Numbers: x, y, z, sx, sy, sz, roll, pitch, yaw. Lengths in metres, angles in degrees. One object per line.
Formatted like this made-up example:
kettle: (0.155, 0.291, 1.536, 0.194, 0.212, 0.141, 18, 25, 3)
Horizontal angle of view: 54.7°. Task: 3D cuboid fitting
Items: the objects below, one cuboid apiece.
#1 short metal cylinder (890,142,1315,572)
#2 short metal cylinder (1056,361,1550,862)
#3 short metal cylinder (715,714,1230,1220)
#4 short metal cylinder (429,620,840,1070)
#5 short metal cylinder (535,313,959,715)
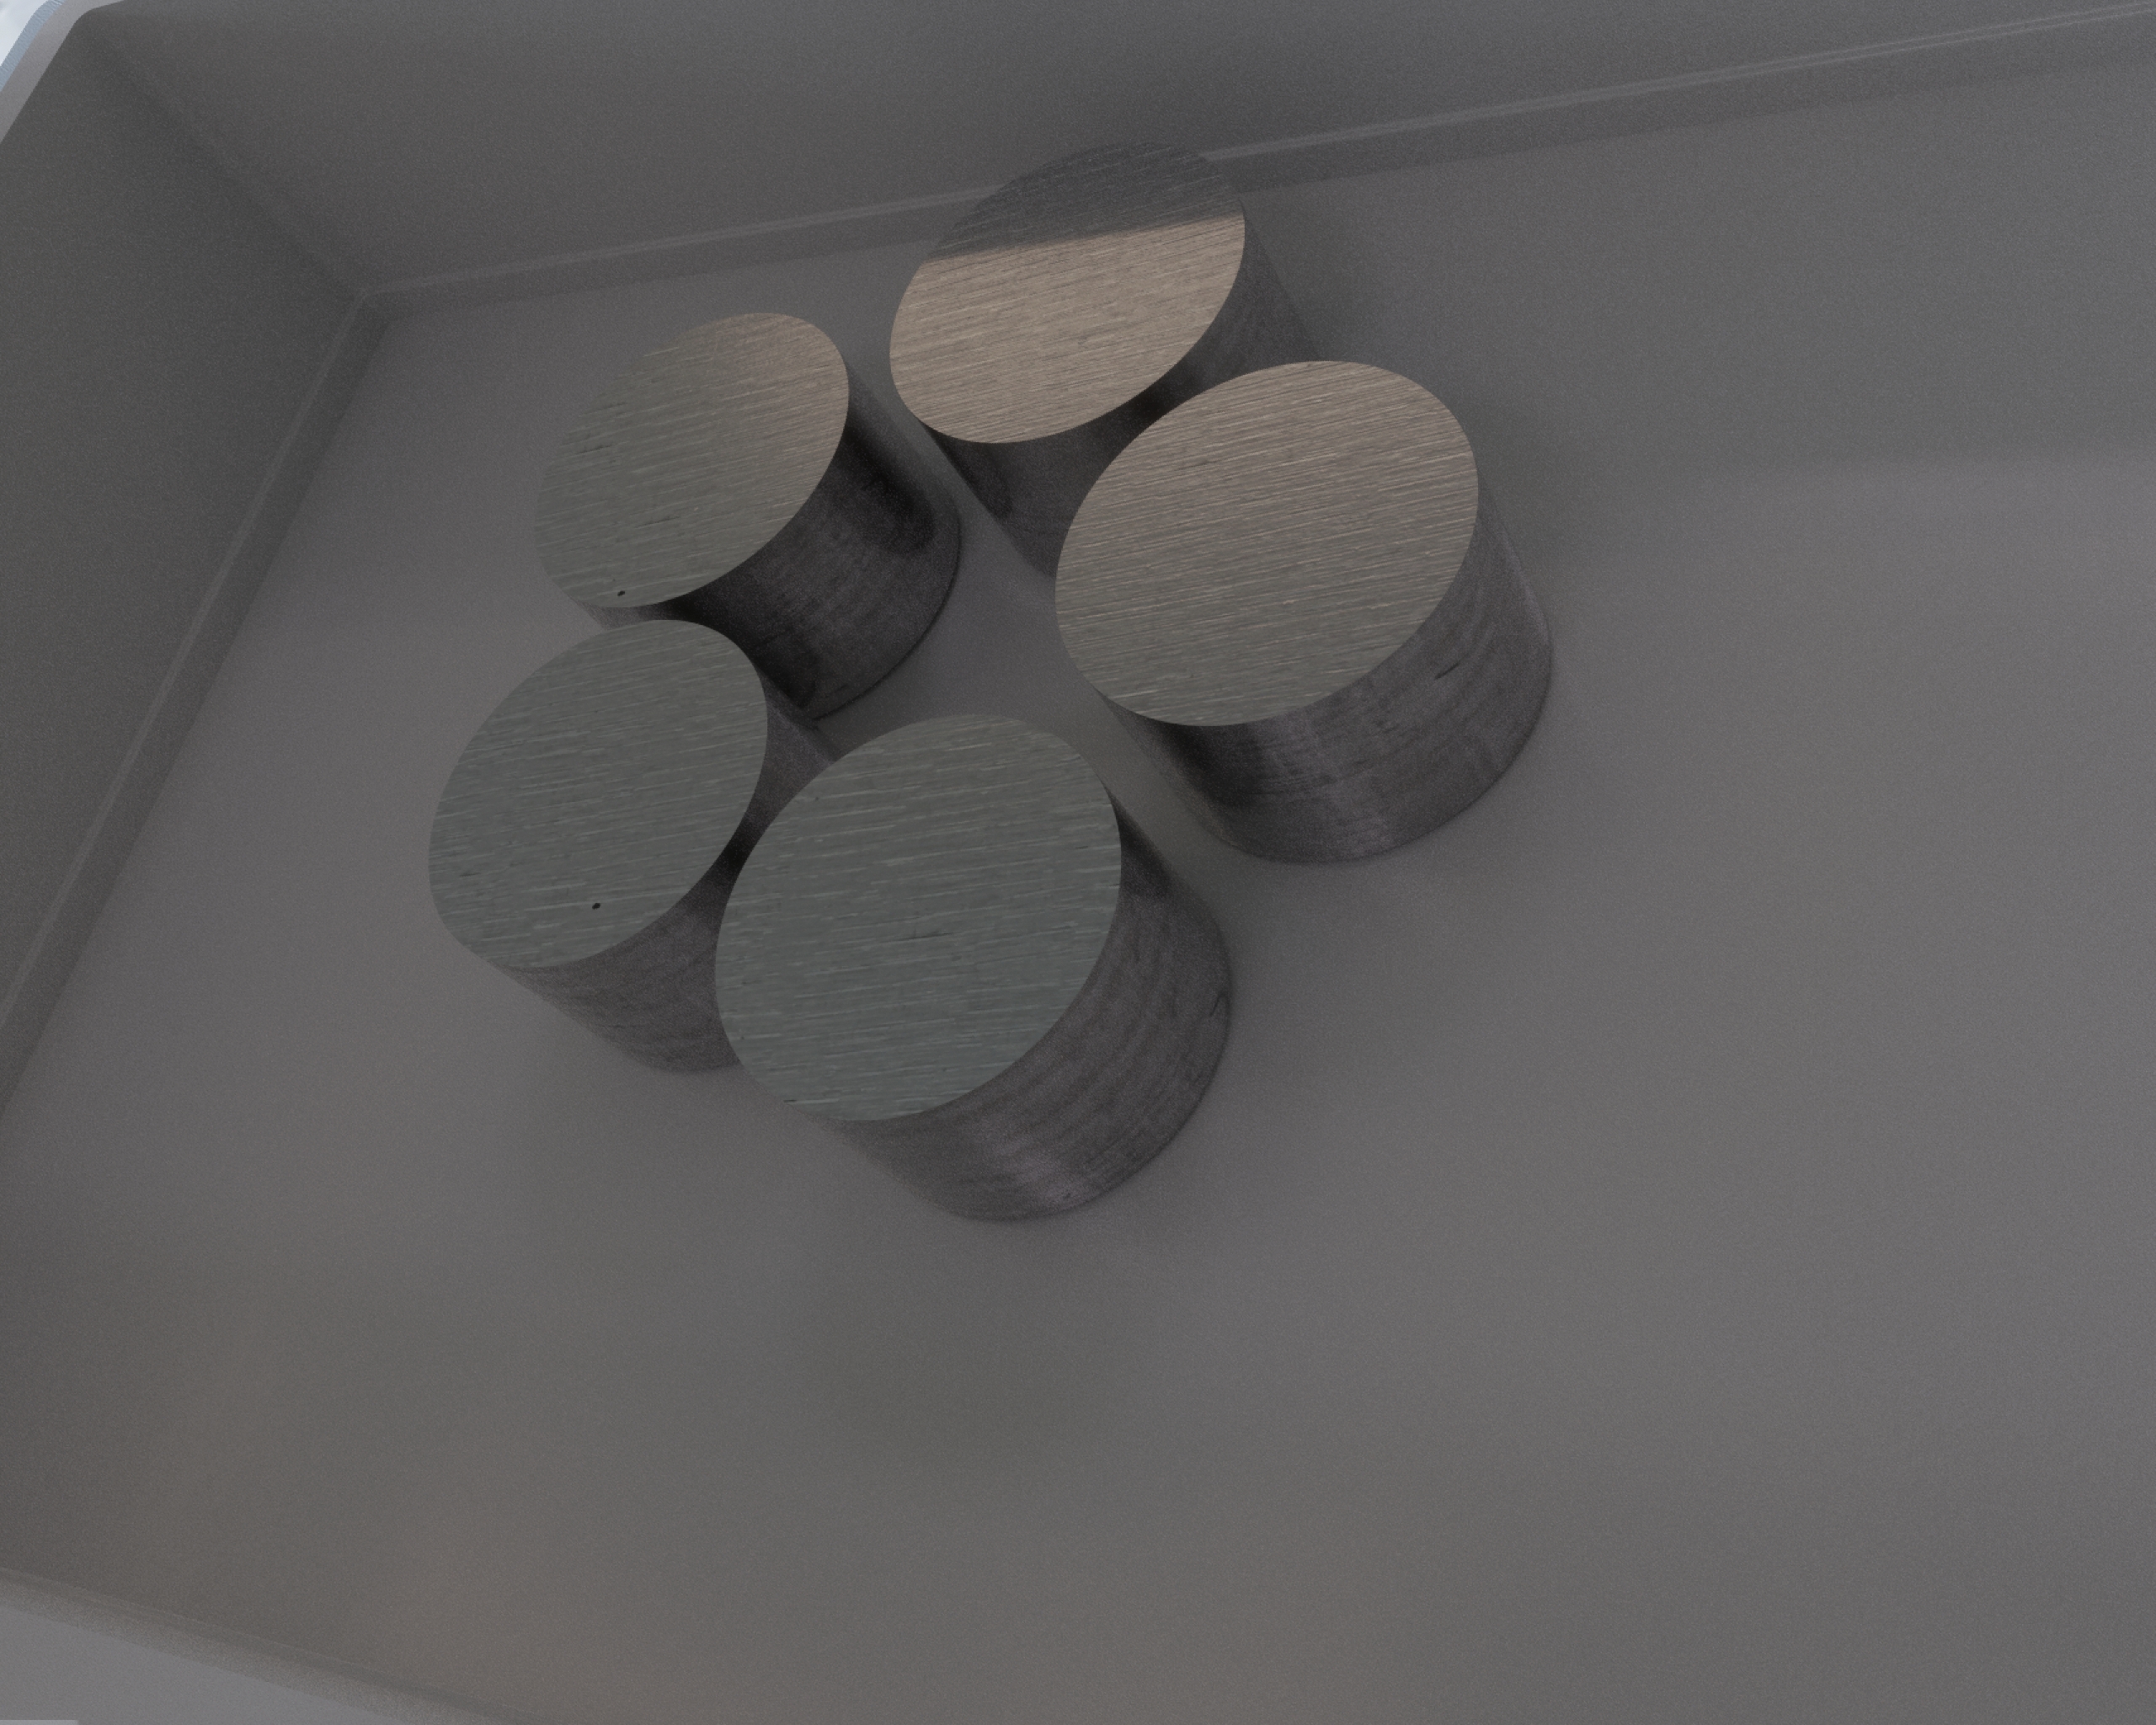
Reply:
short metal cylinder: (0.007, -0.107, 0.449, 0.080, 0.050, 0.080, -13, 56, 21)
short metal cylinder: (0.043, -0.047, 0.393, 0.080, 0.050, 0.080, -13, 56, 21)
short metal cylinder: (-0.019, 0.020, 0.385, 0.080, 0.050, 0.080, -13, 56, 21)
short metal cylinder: (-0.086, -0.003, 0.434, 0.080, 0.050, 0.080, -13, 56, 21)
short metal cylinder: (-0.074, -0.077, 0.474, 0.080, 0.050, 0.080, -13, 56, 21)
